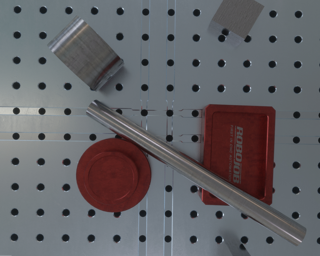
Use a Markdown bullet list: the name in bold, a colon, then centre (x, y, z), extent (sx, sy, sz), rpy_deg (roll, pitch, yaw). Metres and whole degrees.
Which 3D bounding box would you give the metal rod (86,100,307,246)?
- **metal rod**: centre (0.036, 0.050, 0.386), extent (0.301, 0.025, 0.025), rpy_deg (31, 90, 10)

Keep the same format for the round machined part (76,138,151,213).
- **round machined part**: centre (-0.060, 0.062, 0.404), extent (0.099, 0.042, 0.097), rpy_deg (0, 90, 0)

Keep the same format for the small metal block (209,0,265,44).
- **small metal block**: centre (0.101, -0.149, 0.414), extent (0.050, 0.025, 0.050), rpy_deg (30, 90, 0)

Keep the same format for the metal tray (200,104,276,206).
- **metal tray**: centre (0.101, 0.035, 0.411), extent (0.091, 0.030, 0.129), rpy_deg (2, 90, 0)

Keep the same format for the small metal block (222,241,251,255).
- **small metal block**: centre (0.097, 0.182, 0.402), extent (0.025, 0.050, 0.050), rpy_deg (9, 90, 0)

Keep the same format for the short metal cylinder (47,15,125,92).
- **short metal cylinder**: centre (-0.091, -0.091, 0.385), extent (0.080, 0.080, 0.050), rpy_deg (45, 90, 0)
